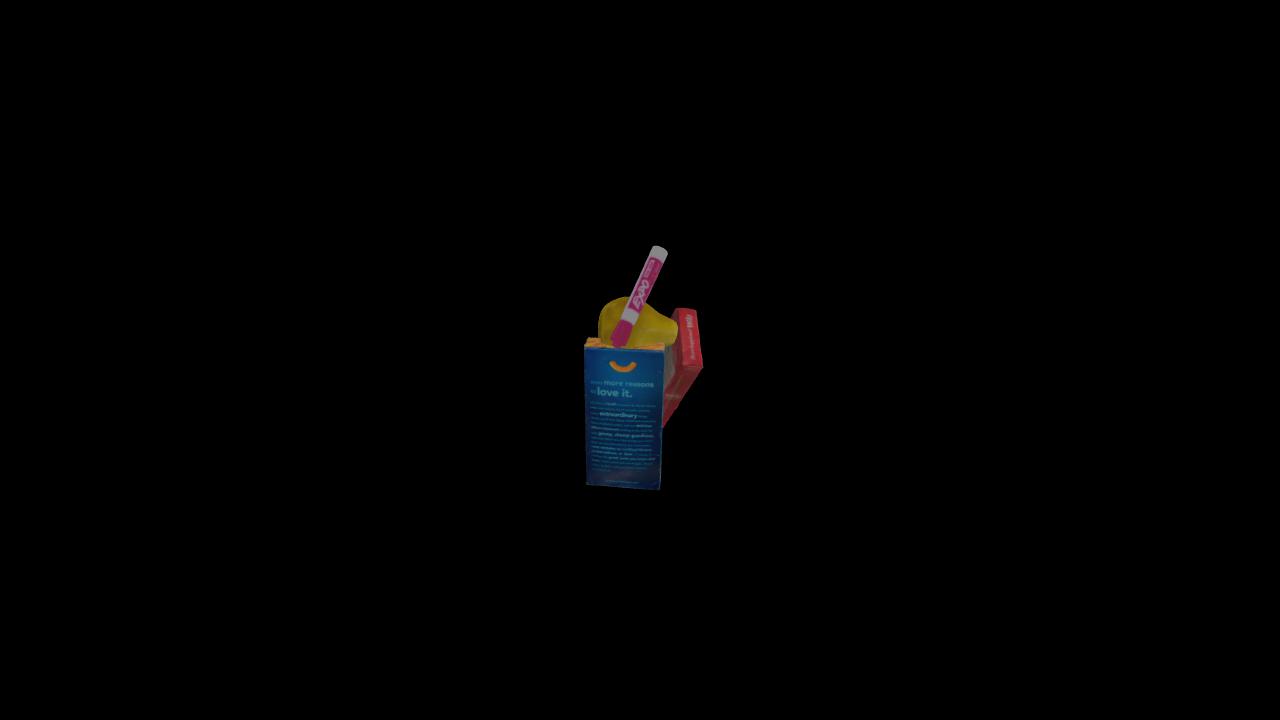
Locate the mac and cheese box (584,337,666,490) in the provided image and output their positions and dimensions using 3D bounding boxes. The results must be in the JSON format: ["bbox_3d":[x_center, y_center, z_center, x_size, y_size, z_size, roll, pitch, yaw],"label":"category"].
[{"bbox_3d":[-0.018,0.066,0.727,0.093,0.184,0.041,4,24,5],"label":"mac and cheese box"}]

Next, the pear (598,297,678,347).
[{"bbox_3d":[0.008,-0.036,0.715,0.111,0.080,0.080,3,-1,-12],"label":"pear"}]

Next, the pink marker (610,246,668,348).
[{"bbox_3d":[-0.002,-0.067,0.652,0.020,0.121,0.020,22,-17,7],"label":"pink marker"}]

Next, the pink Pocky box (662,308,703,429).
[{"bbox_3d":[0.035,0.015,0.757,0.029,0.084,0.155,7,-36,-15],"label":"pink Pocky box"}]
